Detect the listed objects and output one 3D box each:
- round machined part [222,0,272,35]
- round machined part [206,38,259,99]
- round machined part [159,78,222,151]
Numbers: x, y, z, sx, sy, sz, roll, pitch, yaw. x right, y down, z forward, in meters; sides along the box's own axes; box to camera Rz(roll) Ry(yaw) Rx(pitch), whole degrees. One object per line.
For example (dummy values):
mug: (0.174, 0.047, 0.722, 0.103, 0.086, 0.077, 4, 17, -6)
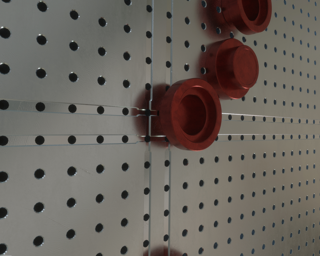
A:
round machined part: (0.140, -0.203, 0.513, 0.099, 0.042, 0.097, 0, 90, -40)
round machined part: (0.122, -0.095, 0.499, 0.099, 0.042, 0.097, 0, 90, -40)
round machined part: (0.038, -0.018, 0.428, 0.099, 0.042, 0.097, 0, 90, -40)
